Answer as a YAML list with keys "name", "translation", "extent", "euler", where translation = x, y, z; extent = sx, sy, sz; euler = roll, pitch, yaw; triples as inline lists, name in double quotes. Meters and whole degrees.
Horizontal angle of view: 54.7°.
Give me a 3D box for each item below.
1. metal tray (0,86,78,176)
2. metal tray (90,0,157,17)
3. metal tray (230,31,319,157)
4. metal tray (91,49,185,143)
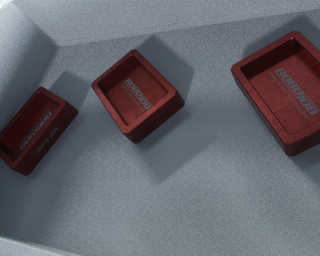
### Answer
- name: "metal tray"
  translation: [-0.206, 0.001, 0.506]
  extent: [0.090, 0.030, 0.130]
  euler: [28, 76, 37]
- name: "metal tray"
  translation: [-0.063, -0.262, 0.597]
  extent: [0.130, 0.030, 0.090]
  euler: [7, 65, 31]
- name: "metal tray"
  translation: [0.150, -0.043, 0.349]
  extent: [0.090, 0.030, 0.130]
  euler: [-29, 52, 9]
- name: "metal tray"
  translation: [-0.036, -0.050, 0.450]
  extent: [0.090, 0.030, 0.130]
  euler: [-40, 51, 1]
